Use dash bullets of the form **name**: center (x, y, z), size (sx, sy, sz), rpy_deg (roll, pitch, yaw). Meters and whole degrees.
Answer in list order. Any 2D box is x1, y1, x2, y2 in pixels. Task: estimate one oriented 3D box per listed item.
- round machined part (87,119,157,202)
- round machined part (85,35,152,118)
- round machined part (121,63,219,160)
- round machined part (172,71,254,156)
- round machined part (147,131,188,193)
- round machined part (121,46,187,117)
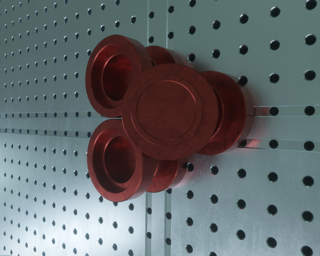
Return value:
- **round machined part**: center (-0.042, 0.038, 0.379), size (0.098, 0.042, 0.097), rpy_deg (0, 90, 40)
- **round machined part**: center (-0.045, -0.061, 0.381), size (0.098, 0.042, 0.097), rpy_deg (0, 90, 40)
- **round machined part**: center (0.009, -0.016, 0.309), size (0.098, 0.042, 0.097), rpy_deg (0, 90, 8)
- **round machined part**: center (0.053, -0.017, 0.356), size (0.098, 0.042, 0.097), rpy_deg (0, 90, 40)
- **round machined part**: center (-0.015, 0.037, 0.412), size (0.098, 0.042, 0.097), rpy_deg (0, 90, 40)
- **round machined part**: center (-0.015, -0.061, 0.413), size (0.098, 0.042, 0.097), rpy_deg (0, 90, 40)
